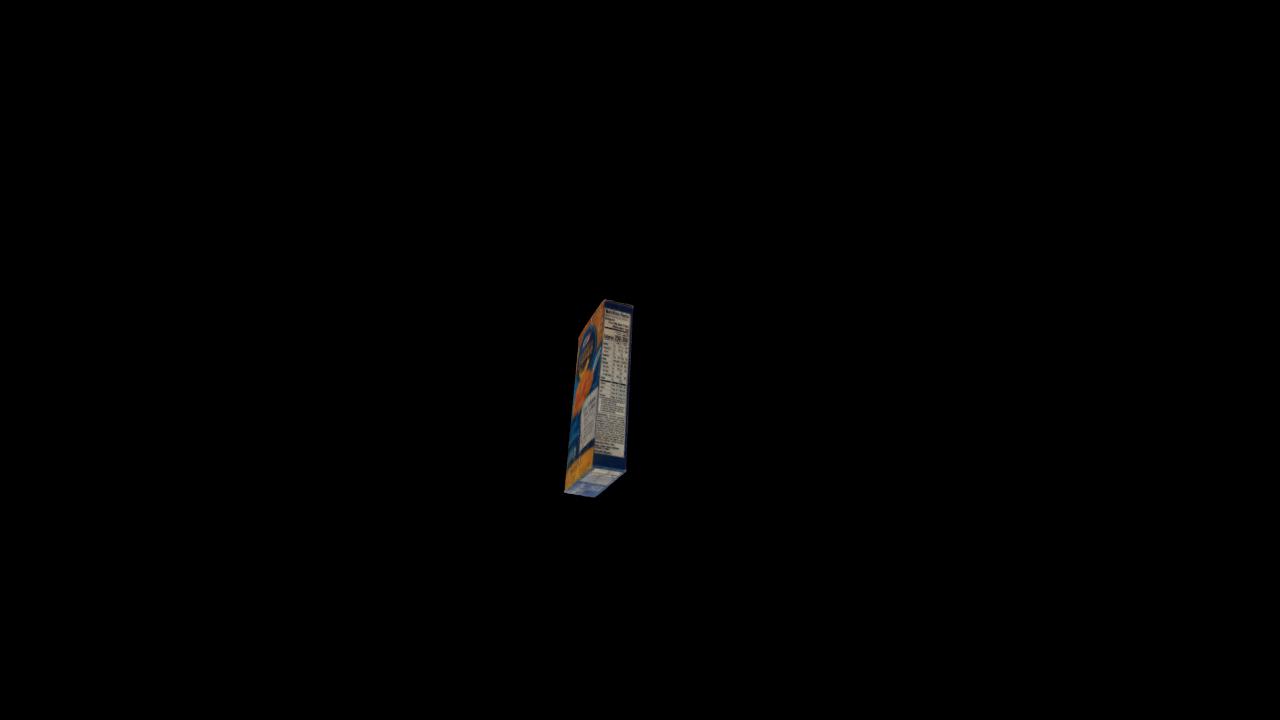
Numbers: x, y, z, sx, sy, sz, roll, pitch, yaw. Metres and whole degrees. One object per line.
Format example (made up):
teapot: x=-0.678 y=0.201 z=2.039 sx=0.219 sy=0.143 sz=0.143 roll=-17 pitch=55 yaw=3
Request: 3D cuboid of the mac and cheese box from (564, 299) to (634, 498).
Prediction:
mac and cheese box: x=-0.042 y=0.039 z=0.638 sx=0.041 sy=0.184 sz=0.093 roll=12 pitch=-31 yaw=-18
